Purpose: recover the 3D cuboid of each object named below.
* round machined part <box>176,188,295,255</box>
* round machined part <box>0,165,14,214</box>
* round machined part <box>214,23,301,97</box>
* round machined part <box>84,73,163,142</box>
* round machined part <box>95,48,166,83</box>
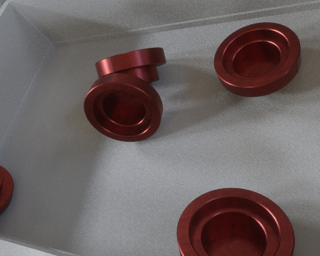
[{"bbox_3d":[0.066,0.104,0.279,0.099,0.042,0.098,-7,35,5],"label":"round machined part"},{"bbox_3d":[-0.263,0.083,0.441,0.042,0.099,0.098,-61,40,37],"label":"round machined part"},{"bbox_3d":[0.120,-0.078,0.379,0.098,0.042,0.098,-13,56,20],"label":"round machined part"},{"bbox_3d":[-0.045,-0.031,0.403,0.098,0.098,0.042,-12,39,21],"label":"round machined part"},{"bbox_3d":[-0.039,-0.081,0.440,0.098,0.098,0.042,-10,98,22],"label":"round machined part"}]
